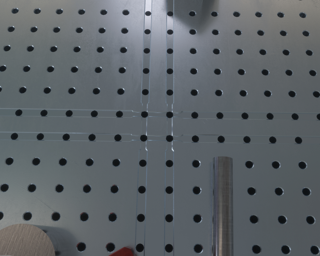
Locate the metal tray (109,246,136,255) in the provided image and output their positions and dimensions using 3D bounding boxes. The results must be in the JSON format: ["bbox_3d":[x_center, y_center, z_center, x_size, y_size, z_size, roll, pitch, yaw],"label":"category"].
[{"bbox_3d":[-0.044,0.208,0.332,0.090,0.030,0.130,-27,72,-10],"label":"metal tray"}]

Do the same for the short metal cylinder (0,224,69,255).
[{"bbox_3d":[-0.149,0.149,0.343,0.081,0.050,0.080,0,70,0],"label":"short metal cylinder"}]

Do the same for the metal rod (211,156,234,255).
[{"bbox_3d":[0.070,0.180,0.346,0.025,0.025,0.299,4,70,1],"label":"metal rod"}]
